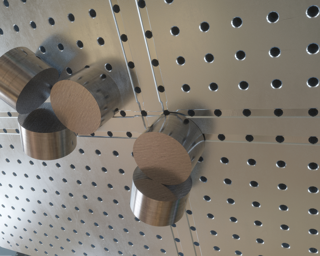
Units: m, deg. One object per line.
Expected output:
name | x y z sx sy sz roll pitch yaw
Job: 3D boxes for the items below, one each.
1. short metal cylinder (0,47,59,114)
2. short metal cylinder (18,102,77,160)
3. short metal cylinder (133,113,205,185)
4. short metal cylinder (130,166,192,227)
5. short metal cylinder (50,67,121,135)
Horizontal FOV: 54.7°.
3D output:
short metal cylinder | -0.190 -0.066 0.435 0.050 0.080 0.080 37 129 4
short metal cylinder | -0.167 0.003 0.466 0.080 0.080 0.050 21 126 16
short metal cylinder | 0.012 0.027 0.406 0.080 0.050 0.079 13 124 21
short metal cylinder | 0.000 0.088 0.430 0.080 0.080 0.050 21 126 16
short metal cylinder | -0.101 -0.037 0.425 0.080 0.050 0.079 13 124 21
